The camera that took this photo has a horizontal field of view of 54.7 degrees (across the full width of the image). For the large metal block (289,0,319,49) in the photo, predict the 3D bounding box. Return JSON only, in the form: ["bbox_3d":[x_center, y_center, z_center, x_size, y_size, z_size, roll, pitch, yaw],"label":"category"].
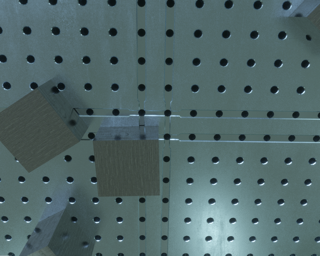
[{"bbox_3d":[0.214,-0.132,0.355,0.080,0.050,0.080,39,105,-14],"label":"large metal block"}]

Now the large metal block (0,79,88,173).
[{"bbox_3d":[-0.154,-0.003,0.397,0.080,0.050,0.080,-31,108,10],"label":"large metal block"}]

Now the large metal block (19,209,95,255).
[{"bbox_3d":[-0.146,0.180,0.449,0.050,0.080,0.080,-28,108,9],"label":"large metal block"}]

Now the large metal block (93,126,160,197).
[{"bbox_3d":[-0.041,0.043,0.416,0.081,0.050,0.079,-1,110,0],"label":"large metal block"}]
